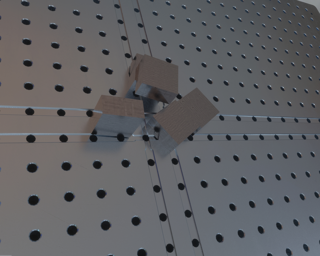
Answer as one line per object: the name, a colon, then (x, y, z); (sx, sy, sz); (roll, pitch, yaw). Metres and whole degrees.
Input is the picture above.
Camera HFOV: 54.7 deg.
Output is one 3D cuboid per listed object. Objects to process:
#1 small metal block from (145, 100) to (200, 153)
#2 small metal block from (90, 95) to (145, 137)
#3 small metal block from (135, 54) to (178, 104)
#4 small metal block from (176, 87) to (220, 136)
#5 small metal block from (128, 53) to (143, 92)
small metal block: (0.018, -0.003, 0.421); (0.050, 0.025, 0.050); (48, 51, 5)
small metal block: (-0.052, -0.013, 0.373); (0.050, 0.050, 0.025); (6, 59, -26)
small metal block: (-0.004, -0.065, 0.415); (0.050, 0.025, 0.050); (15, 56, -20)
small metal block: (0.051, -0.024, 0.452); (0.050, 0.025, 0.050); (48, 51, 5)
small metal block: (-0.016, -0.074, 0.446); (0.050, 0.025, 0.050); (14, 56, -21)
